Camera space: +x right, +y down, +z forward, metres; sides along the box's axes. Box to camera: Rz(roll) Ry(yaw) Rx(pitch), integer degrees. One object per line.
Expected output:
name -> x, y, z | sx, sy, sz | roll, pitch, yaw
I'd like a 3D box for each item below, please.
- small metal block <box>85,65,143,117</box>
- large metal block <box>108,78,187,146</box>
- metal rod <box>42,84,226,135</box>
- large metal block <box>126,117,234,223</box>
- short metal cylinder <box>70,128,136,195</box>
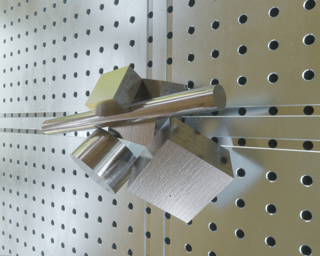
small metal block -> -0.055, -0.043, 0.369 | 0.050, 0.025, 0.050 | -7, 50, 40
large metal block -> -0.018, -0.023, 0.403 | 0.080, 0.050, 0.079 | 14, 99, 39
metal rod -> -0.058, -0.015, 0.387 | 0.300, 0.025, 0.025 | -7, 86, 40
large metal block -> 0.022, 0.046, 0.343 | 0.080, 0.050, 0.080 | 31, 118, -12
short metal cylinder -> -0.075, 0.045, 0.422 | 0.080, 0.080, 0.050 | 25, 63, 37
